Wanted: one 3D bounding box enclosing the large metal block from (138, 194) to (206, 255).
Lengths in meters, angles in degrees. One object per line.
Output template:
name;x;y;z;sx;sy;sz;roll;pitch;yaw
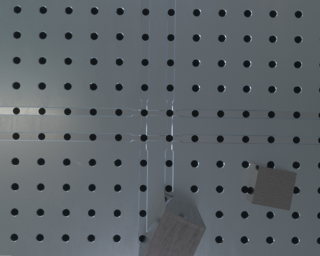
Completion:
large metal block;0.012;0.137;0.386;0.050;0.080;0.080;25;90;0

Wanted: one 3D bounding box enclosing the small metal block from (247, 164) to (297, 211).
small metal block;0.149;0.078;0.414;0.050;0.025;0.050;11;90;0
